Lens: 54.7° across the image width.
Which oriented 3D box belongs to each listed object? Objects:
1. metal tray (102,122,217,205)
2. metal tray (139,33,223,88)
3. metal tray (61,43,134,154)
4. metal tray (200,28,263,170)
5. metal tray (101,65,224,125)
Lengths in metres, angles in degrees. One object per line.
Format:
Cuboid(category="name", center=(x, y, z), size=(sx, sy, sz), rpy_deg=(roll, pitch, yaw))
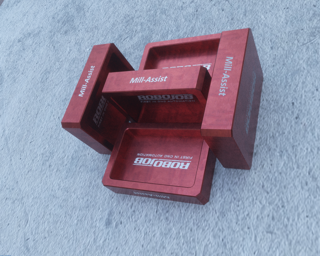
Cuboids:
Cuboid(category="metal tray", center=(0.001, 0.039, 0.379), size=(0.130, 0.030, 0.090), rpy_deg=(1, 61, 28))
Cuboid(category="metal tray", center=(0.033, -0.082, 0.436), size=(0.130, 0.030, 0.090), rpy_deg=(1, 65, 28))
Cuboid(category="metal tray", center=(-0.074, -0.039, 0.426), size=(0.030, 0.090, 0.130), rpy_deg=(1, 63, 29))
Cuboid(category="metal tray", center=(0.084, -0.030, 0.338), size=(0.030, 0.090, 0.130), rpy_deg=(1, 62, 29))
Cuboid(category="metal tray", center=(0.006, -0.034, 0.383), size=(0.130, 0.090, 0.030), rpy_deg=(1, 64, 29))
